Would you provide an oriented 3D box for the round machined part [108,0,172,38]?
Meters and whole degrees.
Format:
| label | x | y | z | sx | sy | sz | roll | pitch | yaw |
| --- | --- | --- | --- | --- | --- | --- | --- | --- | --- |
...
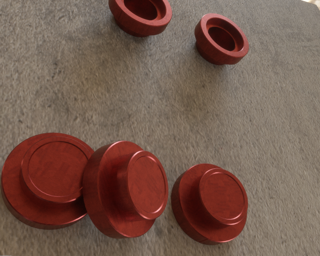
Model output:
| label | x | y | z | sx | sy | sz | roll | pitch | yaw |
| --- | --- | --- | --- | --- | --- | --- | --- | --- | --- |
| round machined part | -0.034 | -0.182 | 0.487 | 0.099 | 0.042 | 0.098 | 14 | 56 | -21 |

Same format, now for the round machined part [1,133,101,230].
| label | x | y | z | sx | sy | sz | roll | pitch | yaw |
| --- | --- | --- | --- | --- | --- | --- | --- | --- | --- |
| round machined part | -0.103 | 0.047 | 0.309 | 0.099 | 0.042 | 0.098 | 14 | 56 | -21 |

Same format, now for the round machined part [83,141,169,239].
| label | x | y | z | sx | sy | sz | roll | pitch | yaw |
| --- | --- | --- | --- | --- | --- | --- | --- | --- | --- |
| round machined part | -0.027 | 0.060 | 0.316 | 0.098 | 0.042 | 0.098 | 32 | 50 | -48 |

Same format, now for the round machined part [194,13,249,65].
| label | x | y | z | sx | sy | sz | roll | pitch | yaw |
| --- | --- | --- | --- | --- | --- | --- | --- | --- | --- |
| round machined part | 0.102 | -0.149 | 0.541 | 0.099 | 0.042 | 0.098 | 14 | 56 | -21 |

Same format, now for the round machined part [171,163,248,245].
| label | x | y | z | sx | sy | sz | roll | pitch | yaw |
| --- | --- | --- | --- | --- | --- | --- | --- | --- | --- |
| round machined part | 0.067 | 0.088 | 0.377 | 0.099 | 0.042 | 0.098 | 14 | 56 | -21 |
